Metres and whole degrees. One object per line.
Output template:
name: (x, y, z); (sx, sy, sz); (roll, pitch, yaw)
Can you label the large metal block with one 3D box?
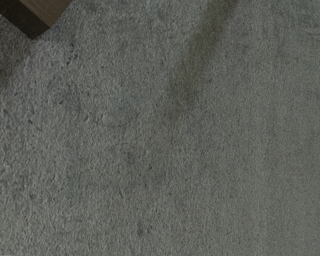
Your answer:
large metal block: (-0.121, -0.144, 0.286); (0.080, 0.050, 0.080); (42, 65, -32)
